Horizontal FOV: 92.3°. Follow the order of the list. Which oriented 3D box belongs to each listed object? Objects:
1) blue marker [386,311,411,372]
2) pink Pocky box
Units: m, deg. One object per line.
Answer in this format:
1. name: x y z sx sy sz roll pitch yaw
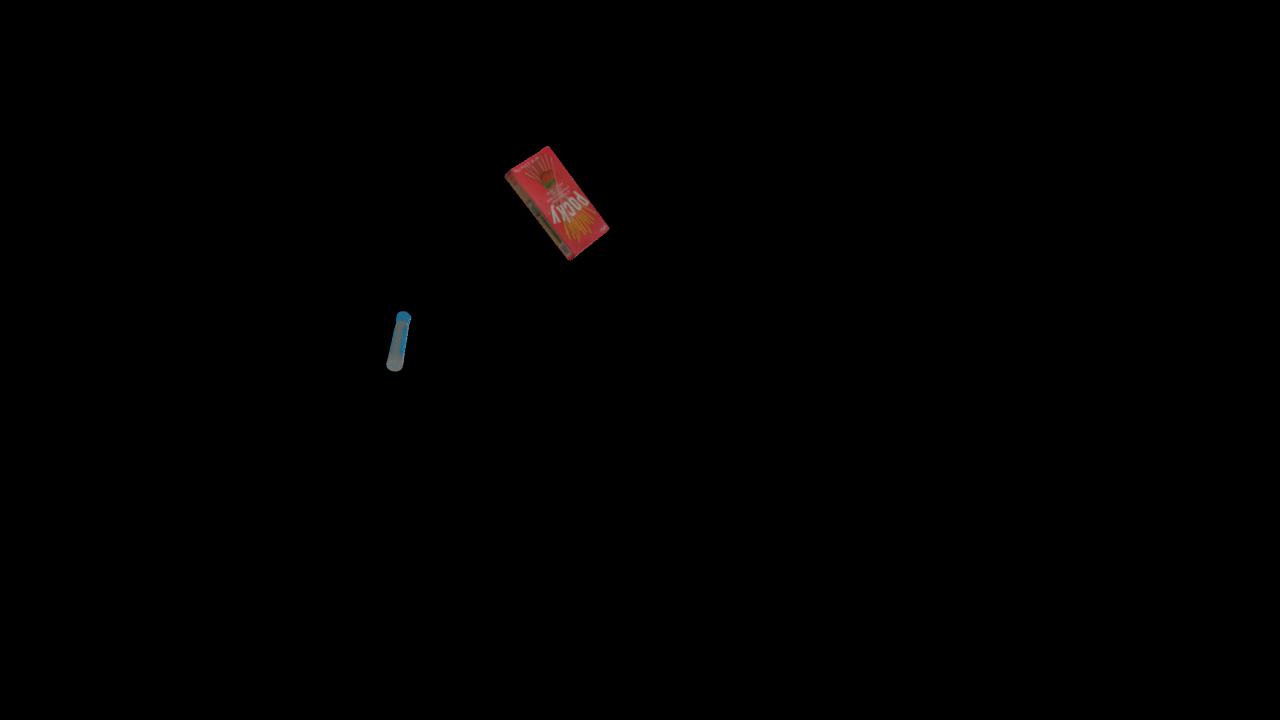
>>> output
1. blue marker: -0.307 -0.027 0.785 0.020 0.020 0.121 0 34 -15
2. pink Pocky box: -0.122 -0.234 0.921 0.084 0.155 0.029 -45 15 -31
